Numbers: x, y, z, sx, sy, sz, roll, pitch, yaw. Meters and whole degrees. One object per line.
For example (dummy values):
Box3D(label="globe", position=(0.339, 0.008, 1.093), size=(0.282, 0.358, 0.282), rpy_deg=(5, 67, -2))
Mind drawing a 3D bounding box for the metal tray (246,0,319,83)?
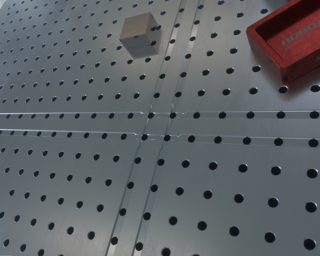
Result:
Box3D(label="metal tray", position=(0.186, -0.123, 0.382), size=(0.130, 0.030, 0.090), rpy_deg=(-30, 52, 8))

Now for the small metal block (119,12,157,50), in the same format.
Box3D(label="small metal block", position=(-0.037, -0.166, 0.530), size=(0.050, 0.025, 0.050), rpy_deg=(-4, 60, 26))
